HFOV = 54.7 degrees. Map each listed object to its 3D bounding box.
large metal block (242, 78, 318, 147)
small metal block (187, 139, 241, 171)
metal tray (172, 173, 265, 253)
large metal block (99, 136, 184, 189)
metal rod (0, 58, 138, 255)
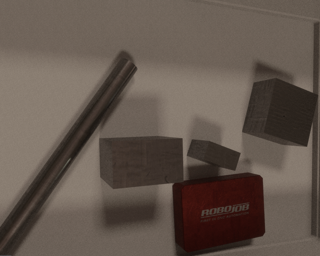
[{"bbox_3d":[0.180,-0.021,0.466,0.081,0.050,0.080,16,85,-20],"label":"large metal block"},{"bbox_3d":[0.073,0.036,0.426,0.050,0.050,0.025,21,83,-19],"label":"small metal block"},{"bbox_3d":[0.086,0.116,0.441,0.131,0.030,0.089,-4,91,-20],"label":"metal tray"},{"bbox_3d":[-0.025,0.037,0.373,0.081,0.080,0.050,-2,91,-20],"label":"large metal block"},{"bbox_3d":[-0.119,0.042,0.366,0.025,0.025,0.300,36,78,-17],"label":"metal rod"}]
